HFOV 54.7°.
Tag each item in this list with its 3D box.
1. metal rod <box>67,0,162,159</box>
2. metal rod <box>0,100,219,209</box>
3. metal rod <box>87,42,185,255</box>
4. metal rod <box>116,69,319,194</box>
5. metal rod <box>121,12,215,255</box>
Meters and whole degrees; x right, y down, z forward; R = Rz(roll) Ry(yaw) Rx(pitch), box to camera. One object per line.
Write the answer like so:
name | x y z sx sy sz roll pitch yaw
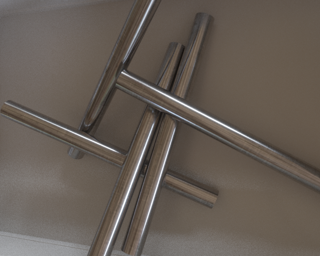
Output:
metal rod | -0.056 -0.068 0.375 0.025 0.025 0.298 43 124 15
metal rod | -0.069 0.032 0.403 0.301 0.025 0.025 23 98 6
metal rod | -0.028 0.033 0.375 0.025 0.025 0.299 17 78 19
metal rod | 0.088 0.013 0.346 0.301 0.025 0.025 28 100 5
metal rod | 0.012 0.002 0.376 0.025 0.025 0.299 16 84 19
